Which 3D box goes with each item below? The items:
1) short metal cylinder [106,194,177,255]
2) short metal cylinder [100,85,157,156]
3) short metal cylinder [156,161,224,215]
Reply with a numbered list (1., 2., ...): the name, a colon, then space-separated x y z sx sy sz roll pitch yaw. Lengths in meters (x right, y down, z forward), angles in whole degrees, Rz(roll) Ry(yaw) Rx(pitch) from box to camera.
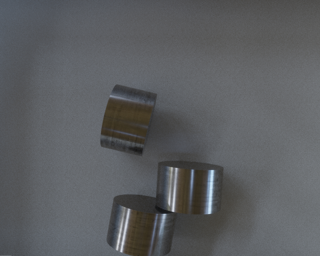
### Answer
1. short metal cylinder: -0.022 0.118 0.384 0.080 0.080 0.050 10 90 0
2. short metal cylinder: -0.037 -0.009 0.383 0.050 0.080 0.080 14 90 0
3. short metal cylinder: 0.036 0.071 0.384 0.080 0.080 0.050 4 90 0
